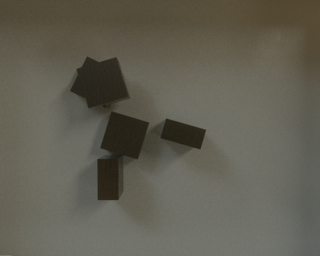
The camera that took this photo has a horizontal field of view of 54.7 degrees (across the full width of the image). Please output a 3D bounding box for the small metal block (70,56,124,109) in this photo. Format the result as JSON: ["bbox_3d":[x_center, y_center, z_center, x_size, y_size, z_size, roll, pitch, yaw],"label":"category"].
[{"bbox_3d":[-0.082,-0.059,0.411,0.050,0.025,0.050,26,90,0],"label":"small metal block"}]

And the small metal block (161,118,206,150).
[{"bbox_3d":[0.028,0.007,0.399,0.050,0.050,0.025,16,90,0],"label":"small metal block"}]

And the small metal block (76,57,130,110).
[{"bbox_3d":[-0.069,-0.055,0.386,0.050,0.025,0.050,-17,90,0],"label":"small metal block"}]

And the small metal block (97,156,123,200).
[{"bbox_3d":[-0.063,0.062,0.398,0.025,0.050,0.050,0,90,0],"label":"small metal block"}]

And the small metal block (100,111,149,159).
[{"bbox_3d":[-0.046,0.009,0.411,0.050,0.025,0.050,17,90,0],"label":"small metal block"}]
